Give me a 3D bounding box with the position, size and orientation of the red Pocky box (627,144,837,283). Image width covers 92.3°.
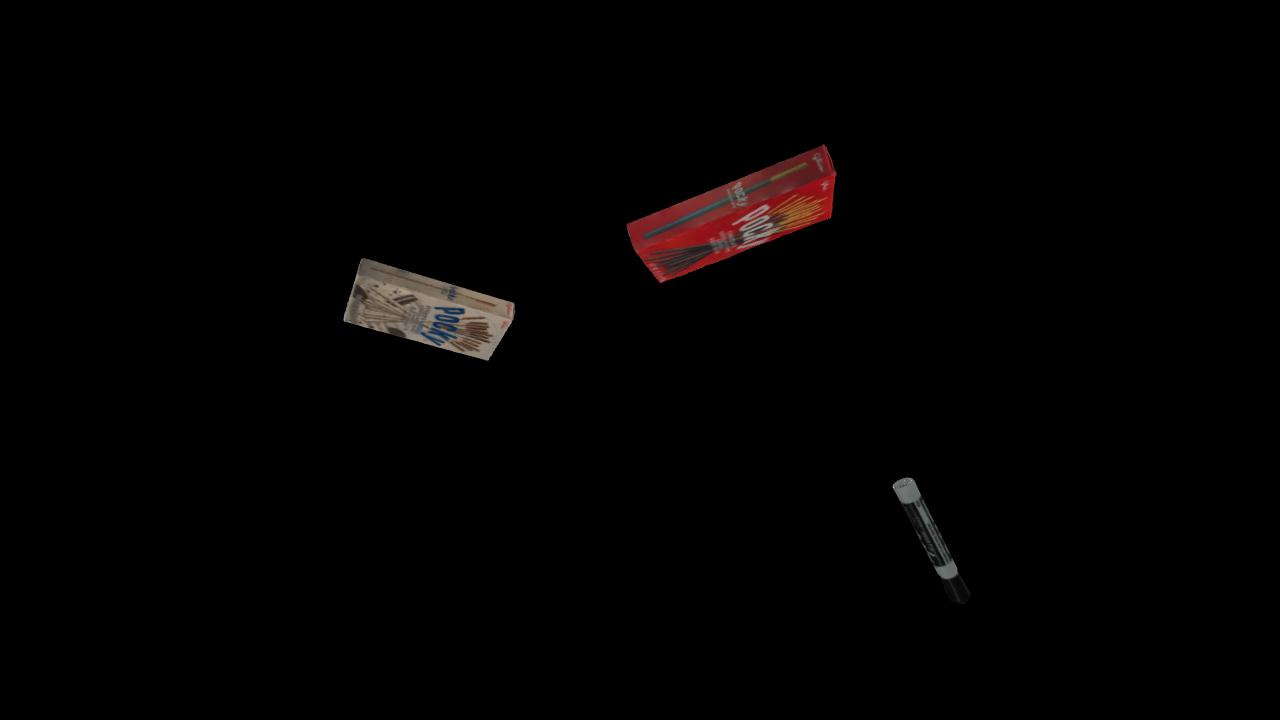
[{"bbox_3d":[0.073,-0.108,0.479,0.155,0.028,0.083,-20,-15,12],"label":"red Pocky box"}]

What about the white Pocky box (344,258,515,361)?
[{"bbox_3d":[-0.217,-0.049,0.636,0.154,0.028,0.084,16,-40,-25],"label":"white Pocky box"}]

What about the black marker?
[{"bbox_3d":[0.256,0.159,0.537,0.020,0.121,0.020,-28,4,2],"label":"black marker"}]
